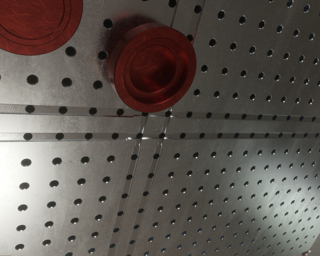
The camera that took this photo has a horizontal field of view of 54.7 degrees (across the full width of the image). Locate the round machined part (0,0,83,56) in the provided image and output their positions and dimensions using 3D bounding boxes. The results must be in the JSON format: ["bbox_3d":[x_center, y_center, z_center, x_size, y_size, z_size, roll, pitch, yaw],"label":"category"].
[{"bbox_3d":[-0.116,-0.110,0.269,0.099,0.042,0.097,-14,125,-21],"label":"round machined part"}]

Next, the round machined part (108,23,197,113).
[{"bbox_3d":[-0.011,-0.070,0.352,0.099,0.042,0.097,-14,125,-21],"label":"round machined part"}]
